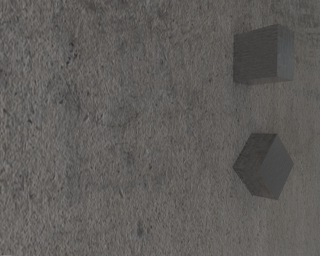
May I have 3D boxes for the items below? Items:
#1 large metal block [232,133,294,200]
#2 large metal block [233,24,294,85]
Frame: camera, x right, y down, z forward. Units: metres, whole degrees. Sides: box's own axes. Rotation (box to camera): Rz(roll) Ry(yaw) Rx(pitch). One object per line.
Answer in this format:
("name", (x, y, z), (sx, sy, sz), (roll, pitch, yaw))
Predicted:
("large metal block", (0.182, 0.066, 0.541), (0.080, 0.050, 0.080), (52, 60, -28))
("large metal block", (0.170, -0.117, 0.510), (0.050, 0.080, 0.080), (2, 89, -40))
